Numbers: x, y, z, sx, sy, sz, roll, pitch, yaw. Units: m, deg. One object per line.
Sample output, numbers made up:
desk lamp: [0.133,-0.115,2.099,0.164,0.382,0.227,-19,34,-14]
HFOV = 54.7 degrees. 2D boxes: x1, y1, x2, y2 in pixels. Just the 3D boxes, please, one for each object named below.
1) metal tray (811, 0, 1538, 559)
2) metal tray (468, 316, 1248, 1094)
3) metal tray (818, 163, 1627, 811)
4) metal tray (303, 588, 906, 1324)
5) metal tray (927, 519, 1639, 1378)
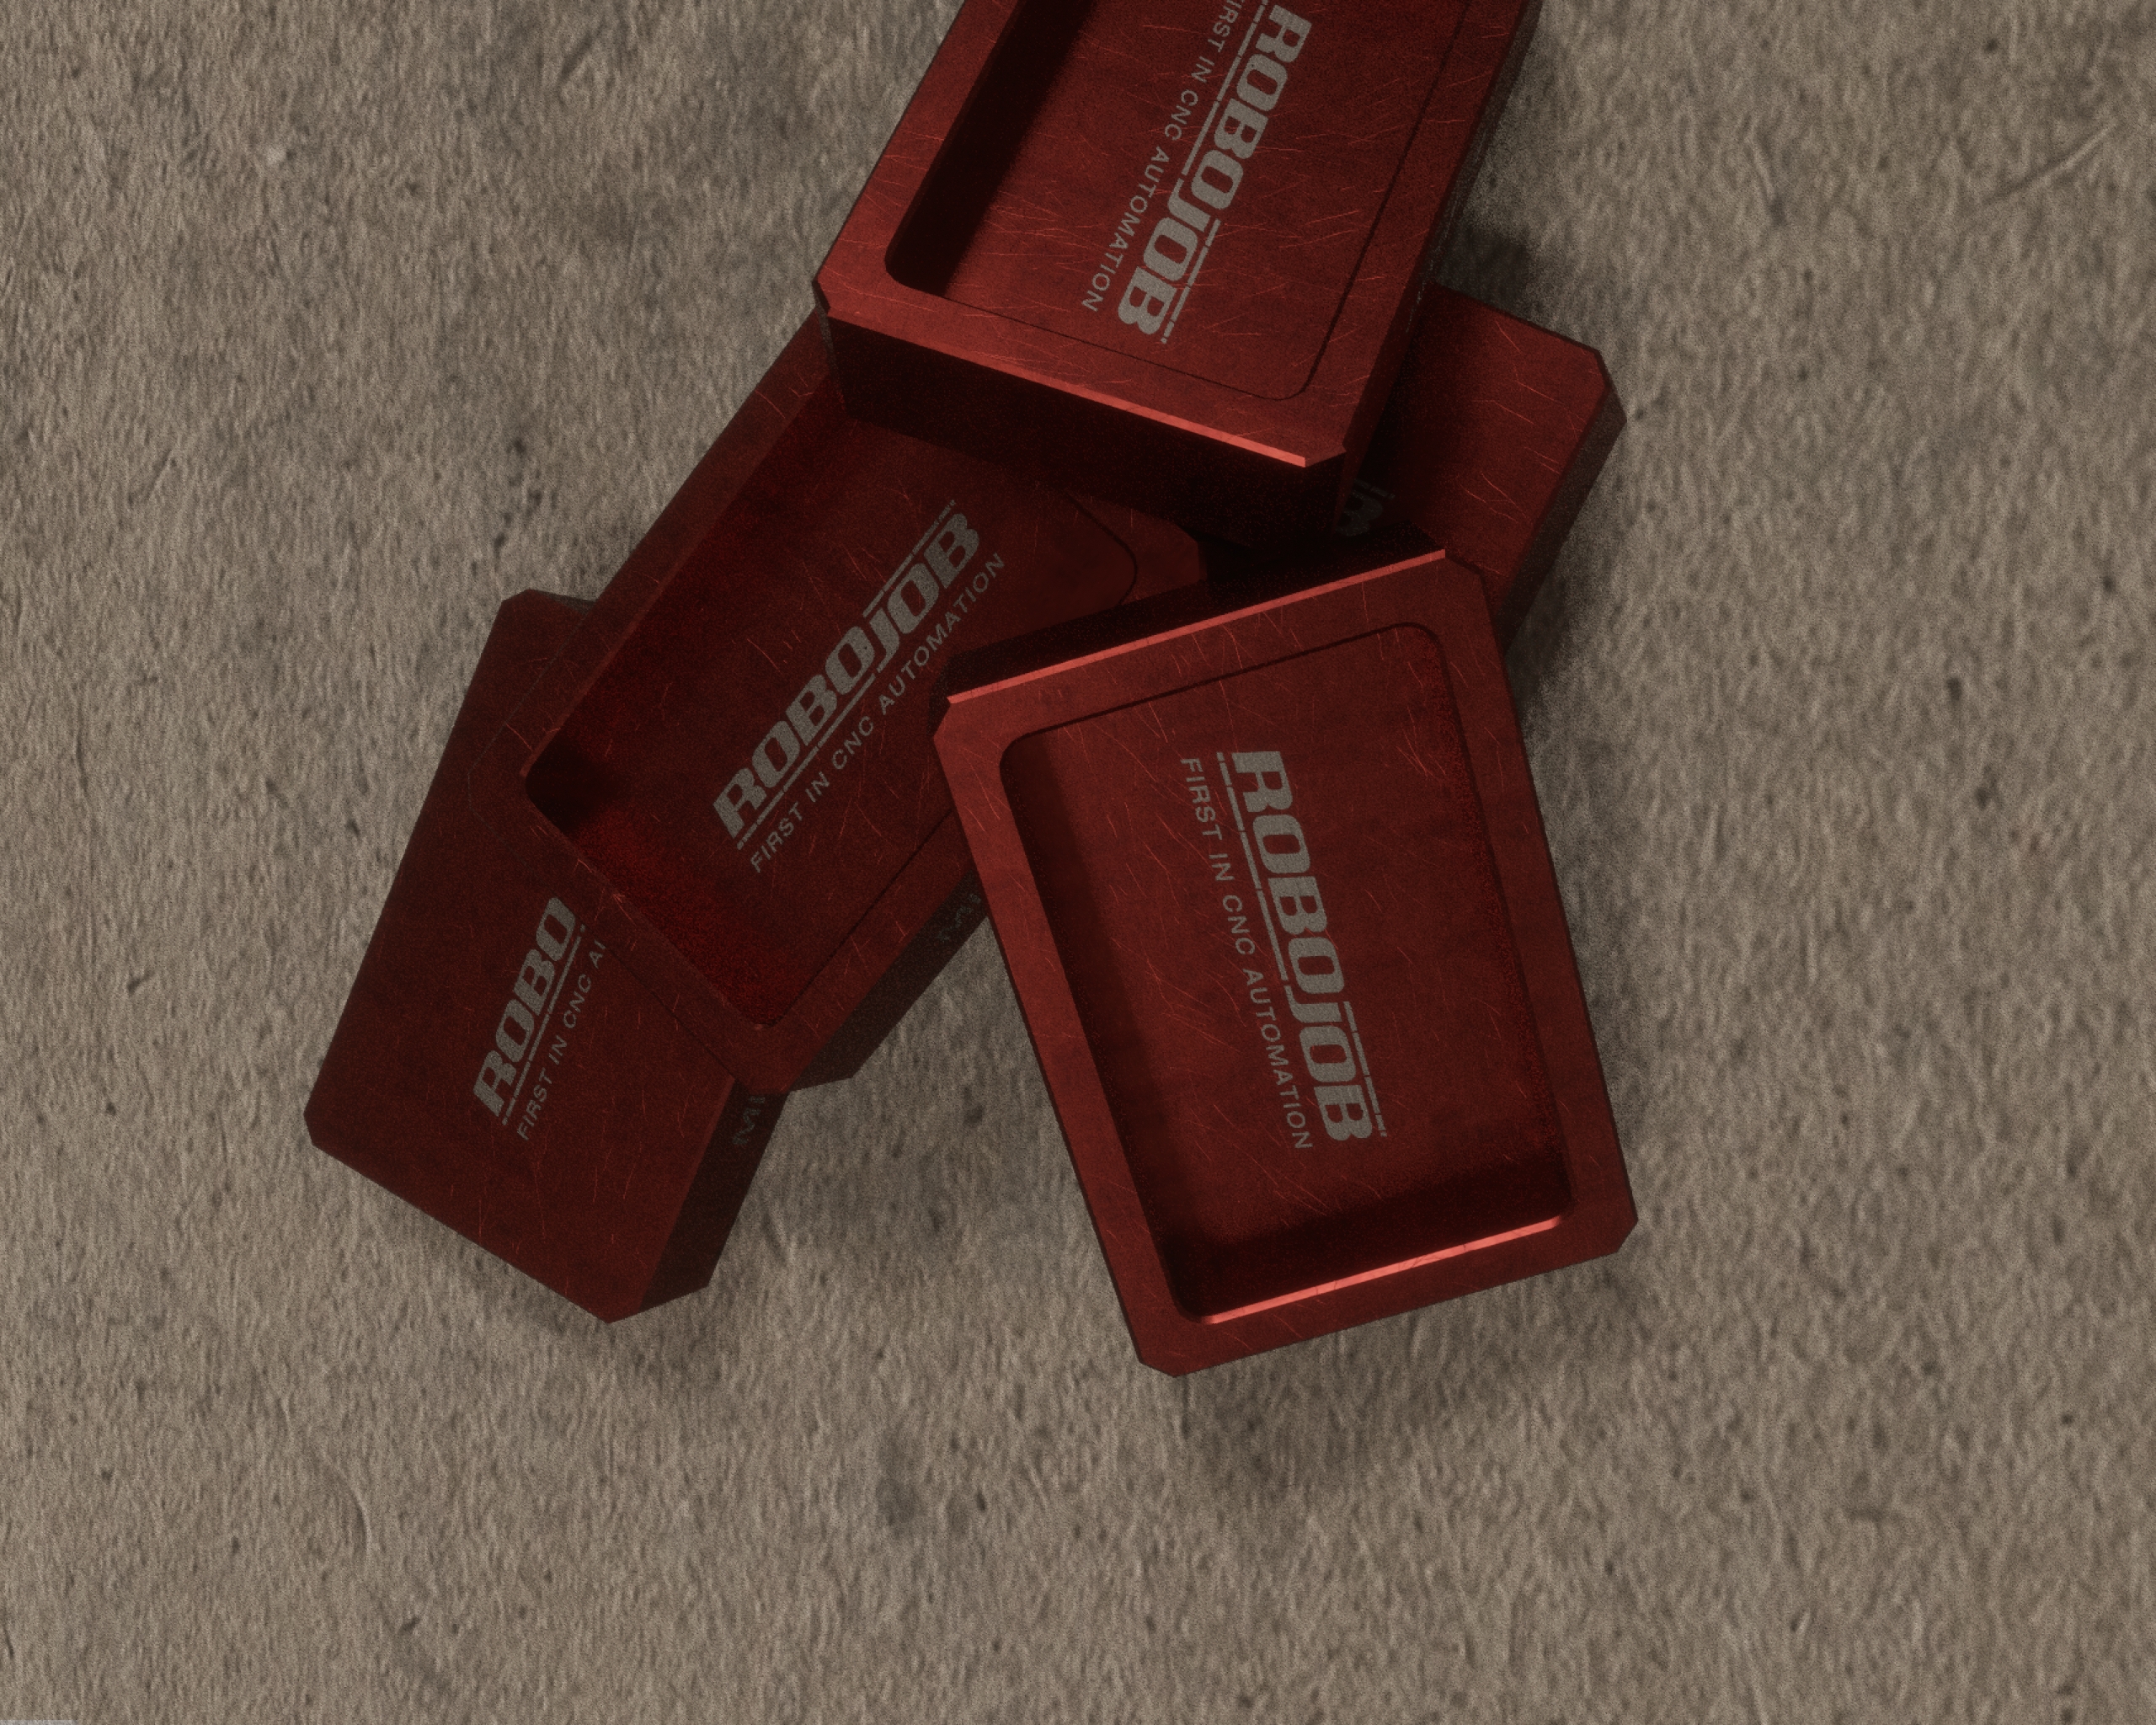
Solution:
metal tray: [0.021,-0.125,0.363,0.090,0.030,0.130,20,69,8]
metal tray: [-0.043,-0.032,0.390,0.090,0.030,0.130,43,103,14]
metal tray: [0.025,-0.076,0.398,0.130,0.030,0.090,28,99,17]
metal tray: [-0.100,0.019,0.441,0.090,0.030,0.129,26,98,17]
metal tray: [0.036,0.017,0.358,0.090,0.030,0.129,-17,109,2]
